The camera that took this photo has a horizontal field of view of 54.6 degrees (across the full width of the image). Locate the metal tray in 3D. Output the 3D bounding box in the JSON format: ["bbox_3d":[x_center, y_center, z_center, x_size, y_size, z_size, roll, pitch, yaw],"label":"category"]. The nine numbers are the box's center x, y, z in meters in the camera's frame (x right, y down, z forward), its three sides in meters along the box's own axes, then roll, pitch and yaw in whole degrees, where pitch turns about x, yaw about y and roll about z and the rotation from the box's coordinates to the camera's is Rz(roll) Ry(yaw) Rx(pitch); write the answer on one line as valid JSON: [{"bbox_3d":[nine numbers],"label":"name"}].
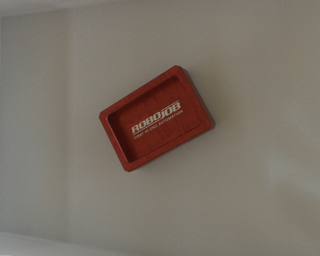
[{"bbox_3d":[-0.006,-0.010,0.407,0.130,0.030,0.090,-30,81,17],"label":"metal tray"}]
